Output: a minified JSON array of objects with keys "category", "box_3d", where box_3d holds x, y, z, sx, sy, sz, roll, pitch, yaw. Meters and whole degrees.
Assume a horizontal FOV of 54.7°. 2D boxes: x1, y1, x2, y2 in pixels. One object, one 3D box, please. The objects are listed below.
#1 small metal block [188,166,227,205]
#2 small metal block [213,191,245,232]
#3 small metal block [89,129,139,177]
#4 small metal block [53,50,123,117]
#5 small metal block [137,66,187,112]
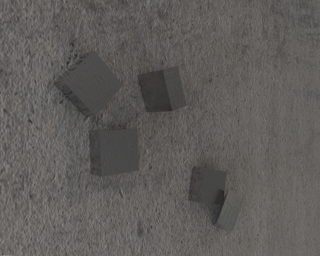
[{"category":"small metal block","box_3d":[0.072,0.087,0.465,0.050,0.025,0.050,15,81,-39]},{"category":"small metal block","box_3d":[0.105,0.129,0.475,0.050,0.025,0.050,84,29,-67]},{"category":"small metal block","box_3d":[-0.053,0.027,0.360,0.050,0.025,0.050,-4,93,-40]},{"category":"small metal block","box_3d":[-0.077,-0.048,0.339,0.050,0.025,0.050,51,60,-28]},{"category":"small metal block","box_3d":[0.002,-0.048,0.390,0.025,0.050,0.050,-23,105,-38]}]
